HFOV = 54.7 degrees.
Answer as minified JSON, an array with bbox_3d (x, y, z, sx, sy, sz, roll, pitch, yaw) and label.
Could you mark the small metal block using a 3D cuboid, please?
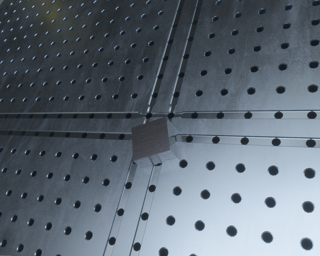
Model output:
[{"bbox_3d":[-0.008,0.019,0.399,0.050,0.025,0.050,-18,55,17],"label":"small metal block"}]
